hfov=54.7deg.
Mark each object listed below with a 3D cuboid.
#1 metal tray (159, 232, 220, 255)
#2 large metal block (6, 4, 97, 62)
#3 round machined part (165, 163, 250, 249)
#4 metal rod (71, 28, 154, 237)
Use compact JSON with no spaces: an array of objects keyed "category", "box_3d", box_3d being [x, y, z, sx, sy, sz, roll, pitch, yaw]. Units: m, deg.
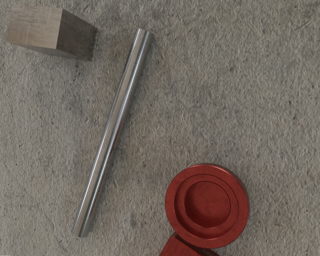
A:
[{"category":"metal tray","box_3d":[0.052,0.203,0.387,0.130,0.030,0.090,31,100,17]},{"category":"large metal block","box_3d":[-0.147,-0.130,0.430,0.080,0.080,0.050,12,94,19]},{"category":"round machined part","box_3d":[0.059,0.091,0.379,0.098,0.042,0.097,0,90,19]},{"category":"metal rod","box_3d":[-0.068,0.011,0.431,0.025,0.025,0.298,21,97,18]}]
